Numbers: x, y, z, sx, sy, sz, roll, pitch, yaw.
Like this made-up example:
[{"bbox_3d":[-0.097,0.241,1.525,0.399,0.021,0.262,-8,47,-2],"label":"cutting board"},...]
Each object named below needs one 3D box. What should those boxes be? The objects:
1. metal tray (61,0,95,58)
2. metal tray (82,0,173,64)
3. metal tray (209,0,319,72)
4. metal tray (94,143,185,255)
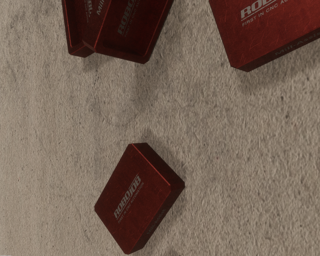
[{"bbox_3d":[-0.115,-0.189,0.493,0.090,0.030,0.129,-16,80,38],"label":"metal tray"},{"bbox_3d":[-0.033,-0.152,0.386,0.030,0.091,0.129,39,114,36],"label":"metal tray"},{"bbox_3d":[0.120,-0.123,0.302,0.130,0.030,0.090,-24,75,37],"label":"metal tray"},{"bbox_3d":[-0.033,0.096,0.427,0.090,0.030,0.129,44,116,30],"label":"metal tray"}]
